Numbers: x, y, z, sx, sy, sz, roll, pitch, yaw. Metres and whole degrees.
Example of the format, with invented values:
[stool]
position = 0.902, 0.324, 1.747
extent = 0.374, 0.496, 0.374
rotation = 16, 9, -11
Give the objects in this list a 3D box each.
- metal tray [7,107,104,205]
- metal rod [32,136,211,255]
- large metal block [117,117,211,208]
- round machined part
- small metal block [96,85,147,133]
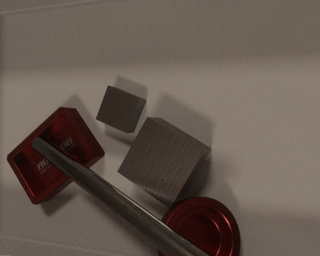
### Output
[metal tray]
position = -0.157, 0.041, 0.461
extent = 0.130, 0.030, 0.090
rotation = -39, 78, 15
[metal rod]
position = -0.067, 0.078, 0.375
extent = 0.300, 0.025, 0.025
rotation = 26, 99, 34
[large metal block]
position = 0.007, 0.041, 0.394
extent = 0.080, 0.050, 0.080
rotation = 32, 100, 17
[round machined part]
position = 0.042, 0.132, 0.368
extent = 0.099, 0.042, 0.098
rotation = 5, 76, -20
[small metal block]
position = -0.054, -0.026, 0.428
extent = 0.050, 0.025, 0.050
rotation = 24, 98, 18
